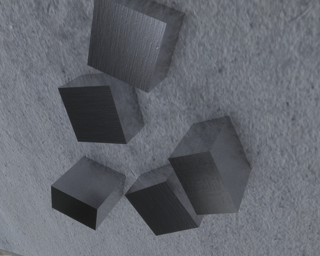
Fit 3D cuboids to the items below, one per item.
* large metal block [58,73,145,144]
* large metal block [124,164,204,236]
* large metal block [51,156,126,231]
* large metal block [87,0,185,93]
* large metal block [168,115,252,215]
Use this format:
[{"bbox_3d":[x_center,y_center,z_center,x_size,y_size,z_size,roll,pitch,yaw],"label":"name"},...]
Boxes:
[{"bbox_3d":[-0.076,-0.027,0.412,0.080,0.050,0.079,1,119,27],"label":"large metal block"},{"bbox_3d":[0.011,0.102,0.447,0.080,0.050,0.080,-26,105,36],"label":"large metal block"},{"bbox_3d":[-0.112,0.100,0.490,0.080,0.080,0.050,23,127,14],"label":"large metal block"},{"bbox_3d":[-0.028,-0.098,0.344,0.080,0.050,0.079,26,127,11],"label":"large metal block"},{"bbox_3d":[0.063,0.043,0.364,0.050,0.080,0.080,-14,111,34],"label":"large metal block"}]
